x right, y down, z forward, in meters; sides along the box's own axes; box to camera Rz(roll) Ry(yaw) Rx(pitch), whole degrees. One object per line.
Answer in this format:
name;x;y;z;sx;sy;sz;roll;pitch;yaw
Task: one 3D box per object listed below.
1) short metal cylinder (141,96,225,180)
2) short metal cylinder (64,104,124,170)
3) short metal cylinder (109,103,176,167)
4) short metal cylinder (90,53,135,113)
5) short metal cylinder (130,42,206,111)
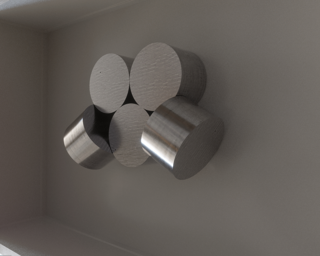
short metal cylinder;0.026;0.011;0.347;0.050;0.081;0.079;37;113;34
short metal cylinder;-0.088;0.013;0.442;0.050;0.081;0.080;-37;67;34
short metal cylinder;-0.021;0.009;0.406;0.080;0.050;0.080;0;90;40
short metal cylinder;-0.053;-0.059;0.432;0.080;0.050;0.080;0;90;40
short metal cylinder;0.009;-0.060;0.381;0.080;0.050;0.080;0;90;40
